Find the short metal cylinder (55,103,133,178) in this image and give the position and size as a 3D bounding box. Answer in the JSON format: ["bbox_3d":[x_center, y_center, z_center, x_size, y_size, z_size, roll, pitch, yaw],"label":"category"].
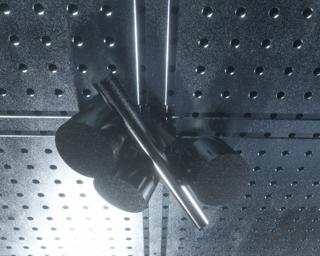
[{"bbox_3d":[-0.081,0.015,0.385,0.080,0.050,0.079,11,123,17],"label":"short metal cylinder"}]

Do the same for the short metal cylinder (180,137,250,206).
[{"bbox_3d":[0.074,0.059,0.424,0.081,0.050,0.079,-8,116,-17],"label":"short metal cylinder"}]

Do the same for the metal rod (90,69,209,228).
[{"bbox_3d":[0.002,0.048,0.414,0.025,0.025,0.299,-20,127,16],"label":"metal rod"}]

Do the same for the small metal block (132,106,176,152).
[{"bbox_3d":[-0.014,0.006,0.412,0.050,0.025,0.050,-36,122,26],"label":"small metal block"}]

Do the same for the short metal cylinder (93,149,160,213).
[{"bbox_3d":[-0.046,0.074,0.435,0.080,0.050,0.079,16,137,16],"label":"short metal cylinder"}]

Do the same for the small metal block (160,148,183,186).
[{"bbox_3d":[0.023,0.064,0.462,0.050,0.025,0.050,-33,123,24],"label":"small metal block"}]
